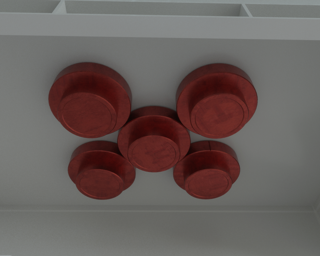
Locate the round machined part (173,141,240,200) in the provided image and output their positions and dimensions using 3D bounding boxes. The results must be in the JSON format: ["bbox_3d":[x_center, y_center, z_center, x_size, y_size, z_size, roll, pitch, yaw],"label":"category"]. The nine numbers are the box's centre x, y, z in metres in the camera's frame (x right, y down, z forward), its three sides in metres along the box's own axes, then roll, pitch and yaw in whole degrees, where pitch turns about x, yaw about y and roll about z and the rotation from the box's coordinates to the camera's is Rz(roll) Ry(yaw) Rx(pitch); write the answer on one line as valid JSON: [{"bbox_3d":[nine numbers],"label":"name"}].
[{"bbox_3d":[0.069,0.068,0.455,0.099,0.042,0.097,-1,130,0],"label":"round machined part"}]

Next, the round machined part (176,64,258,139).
[{"bbox_3d":[0.069,-0.025,0.376,0.099,0.042,0.097,-1,130,0],"label":"round machined part"}]

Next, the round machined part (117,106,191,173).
[{"bbox_3d":[-0.008,0.022,0.414,0.099,0.042,0.097,-1,130,0],"label":"round machined part"}]

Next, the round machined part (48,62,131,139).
[{"bbox_3d":[-0.084,-0.026,0.373,0.099,0.042,0.097,-1,130,0],"label":"round machined part"}]

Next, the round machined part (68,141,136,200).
[{"bbox_3d":[-0.085,0.068,0.453,0.099,0.042,0.097,-1,130,0],"label":"round machined part"}]
